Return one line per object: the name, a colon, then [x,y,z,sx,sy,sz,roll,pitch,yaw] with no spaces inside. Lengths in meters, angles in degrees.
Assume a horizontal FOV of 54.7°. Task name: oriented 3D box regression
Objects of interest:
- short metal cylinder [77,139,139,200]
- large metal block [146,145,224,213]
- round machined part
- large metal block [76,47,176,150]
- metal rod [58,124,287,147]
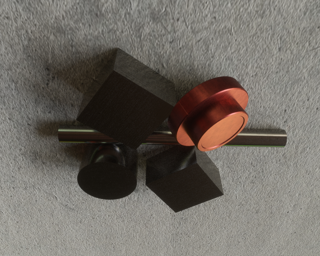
short metal cylinder: [-0.072,0.057,0.440,0.081,0.050,0.079,0,130,0]
large metal block: [0.036,0.071,0.453,0.080,0.050,0.080,-26,126,20]
round machined part: [0.062,-0.009,0.360,0.099,0.042,0.098,-23,150,-14]
large metal block: [-0.038,-0.031,0.362,0.080,0.050,0.080,30,124,-23]
metal rod: [0.018,0.011,0.420,0.302,0.025,0.025,1,130,-2]
